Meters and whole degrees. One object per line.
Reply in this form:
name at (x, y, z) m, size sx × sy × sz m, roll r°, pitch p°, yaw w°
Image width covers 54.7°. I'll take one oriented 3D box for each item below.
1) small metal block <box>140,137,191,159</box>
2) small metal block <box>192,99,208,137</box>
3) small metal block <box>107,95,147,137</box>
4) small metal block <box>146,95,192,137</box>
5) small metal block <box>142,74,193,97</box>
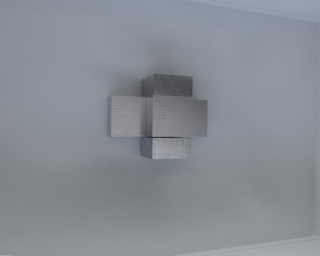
small metal block at (0.006, 0.024, 0.396) m, size 0.050 × 0.050 × 0.025 m, roll 1°, pitch 90°, yaw -20°
small metal block at (0.036, -0.013, 0.422) m, size 0.050 × 0.025 × 0.050 m, roll 1°, pitch 90°, yaw -20°
small metal block at (-0.039, -0.014, 0.394) m, size 0.050 × 0.025 × 0.050 m, roll 1°, pitch 90°, yaw -20°
small metal block at (0.011, -0.014, 0.385) m, size 0.050 × 0.025 × 0.050 m, roll 1°, pitch 90°, yaw -20°
small metal block at (0.008, -0.052, 0.398) m, size 0.050 × 0.050 × 0.025 m, roll 1°, pitch 90°, yaw -20°
